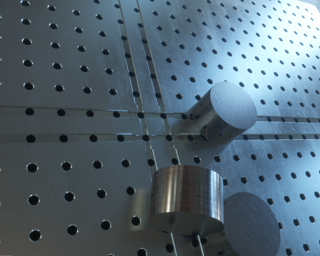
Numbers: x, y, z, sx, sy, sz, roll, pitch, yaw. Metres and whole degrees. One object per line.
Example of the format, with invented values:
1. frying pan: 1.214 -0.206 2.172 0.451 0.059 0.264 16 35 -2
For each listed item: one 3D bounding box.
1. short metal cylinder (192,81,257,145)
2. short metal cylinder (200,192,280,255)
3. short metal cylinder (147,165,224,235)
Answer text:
1. short metal cylinder: 0.095 -0.022 0.459 0.081 0.050 0.080 14 56 -21
2. short metal cylinder: 0.094 0.123 0.370 0.081 0.050 0.080 14 56 -21
3. short metal cylinder: 0.029 0.081 0.340 0.081 0.080 0.050 19 55 -18
